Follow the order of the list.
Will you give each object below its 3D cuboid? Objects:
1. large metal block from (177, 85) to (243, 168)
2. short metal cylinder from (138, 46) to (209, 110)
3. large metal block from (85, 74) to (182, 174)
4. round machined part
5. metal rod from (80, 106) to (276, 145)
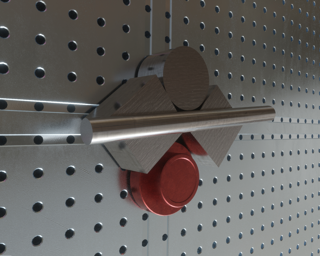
[{"bbox_3d":[0.062,-0.003,0.437,0.080,0.050,0.080,50,62,-29],"label":"large metal block"},{"bbox_3d":[0.018,-0.062,0.403,0.081,0.050,0.079,0,90,-40],"label":"short metal cylinder"},{"bbox_3d":[-0.026,-0.006,0.366,0.080,0.050,0.080,-47,120,-30],"label":"large metal block"},{"bbox_3d":[0.013,0.066,0.405,0.099,0.042,0.097,0,90,-40],"label":"round machined part"},{"bbox_3d":[0.049,-0.009,0.378,0.302,0.025,0.025,-6,94,-39],"label":"metal rod"}]
